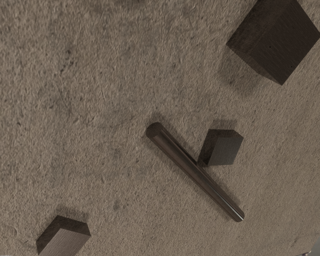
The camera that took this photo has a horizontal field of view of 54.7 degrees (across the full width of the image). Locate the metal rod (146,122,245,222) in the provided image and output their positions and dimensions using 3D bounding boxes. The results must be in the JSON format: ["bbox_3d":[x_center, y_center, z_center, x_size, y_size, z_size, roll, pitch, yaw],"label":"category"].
[{"bbox_3d":[0.071,0.086,0.501,0.025,0.025,0.300,-43,130,1],"label":"metal rod"}]

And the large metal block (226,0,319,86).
[{"bbox_3d":[0.148,-0.115,0.403,0.080,0.050,0.080,27,103,-38],"label":"large metal block"}]

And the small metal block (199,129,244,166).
[{"bbox_3d":[0.095,0.030,0.479,0.050,0.025,0.050,2,118,-30],"label":"small metal block"}]

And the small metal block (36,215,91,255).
[{"bbox_3d":[-0.134,0.154,0.430,0.050,0.025,0.050,34,99,-39],"label":"small metal block"}]
